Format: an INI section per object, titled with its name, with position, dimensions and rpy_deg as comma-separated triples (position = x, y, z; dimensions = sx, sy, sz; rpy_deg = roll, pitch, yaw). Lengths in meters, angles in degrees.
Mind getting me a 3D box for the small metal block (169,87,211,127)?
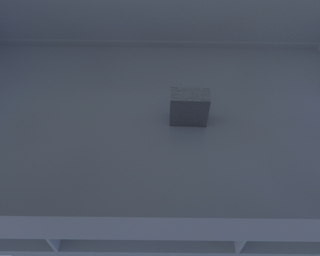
[small metal block]
position = 0.039, -0.027, 0.412
dimensions = 0.050, 0.050, 0.025
rpy_deg = 2, 50, 1
